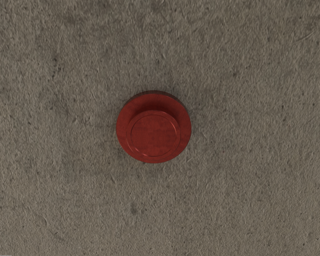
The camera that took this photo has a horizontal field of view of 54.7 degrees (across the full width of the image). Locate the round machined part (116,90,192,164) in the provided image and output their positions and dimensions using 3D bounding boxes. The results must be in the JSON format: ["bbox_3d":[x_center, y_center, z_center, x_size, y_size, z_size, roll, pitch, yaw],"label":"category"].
[{"bbox_3d":[-0.008,0.003,0.403,0.099,0.042,0.097,0,110,-1],"label":"round machined part"}]
